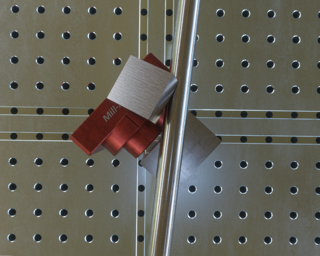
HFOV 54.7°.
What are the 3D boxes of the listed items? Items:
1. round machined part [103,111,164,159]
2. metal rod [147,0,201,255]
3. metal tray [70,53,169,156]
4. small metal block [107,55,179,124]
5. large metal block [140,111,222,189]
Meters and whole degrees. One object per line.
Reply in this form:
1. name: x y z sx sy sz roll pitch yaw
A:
1. round machined part: -0.022 -0.001 0.380 0.042 0.098 0.098 42 90 0
2. metal rod: 0.014 0.011 0.333 0.025 0.025 0.298 7 90 -1
3. metal tray: -0.044 -0.026 0.380 0.030 0.090 0.130 43 90 0
4. small metal block: -0.017 -0.039 0.315 0.050 0.025 0.050 28 88 18
5. large metal block: 0.023 0.027 0.383 0.050 0.080 0.080 43 90 -1
